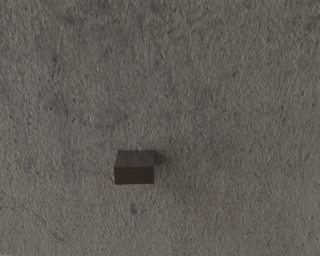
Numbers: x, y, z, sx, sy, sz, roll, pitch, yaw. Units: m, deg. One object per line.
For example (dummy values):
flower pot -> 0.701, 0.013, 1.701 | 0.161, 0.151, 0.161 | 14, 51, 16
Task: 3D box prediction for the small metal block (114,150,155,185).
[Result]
small metal block -> -0.033, 0.052, 0.415 | 0.050, 0.050, 0.025 | -1, 110, 0
